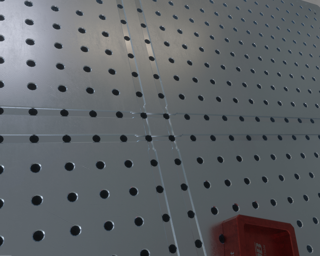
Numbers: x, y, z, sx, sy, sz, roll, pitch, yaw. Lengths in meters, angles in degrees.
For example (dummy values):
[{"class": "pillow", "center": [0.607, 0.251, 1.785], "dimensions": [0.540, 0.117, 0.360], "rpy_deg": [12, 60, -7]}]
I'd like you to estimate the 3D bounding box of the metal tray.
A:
[{"class": "metal tray", "center": [0.124, 0.175, 0.363], "dimensions": [0.091, 0.030, 0.130], "rpy_deg": [15, 56, -20]}]
